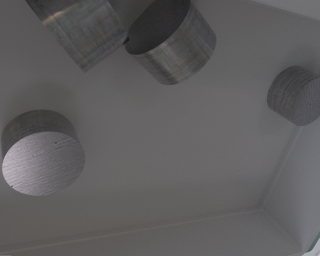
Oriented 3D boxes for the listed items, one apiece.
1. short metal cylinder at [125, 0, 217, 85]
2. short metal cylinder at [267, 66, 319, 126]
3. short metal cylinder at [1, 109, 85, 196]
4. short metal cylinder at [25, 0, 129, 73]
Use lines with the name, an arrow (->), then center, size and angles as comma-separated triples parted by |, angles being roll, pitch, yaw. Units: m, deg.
short metal cylinder -> 0.011, -0.092, 0.322 | 0.080, 0.080, 0.050 | -46, 129, 4
short metal cylinder -> 0.215, -0.050, 0.479 | 0.081, 0.050, 0.079 | -14, 124, -21
short metal cylinder -> -0.128, 0.026, 0.339 | 0.081, 0.050, 0.079 | -14, 124, -21
short metal cylinder -> -0.072, -0.096, 0.274 | 0.050, 0.080, 0.080 | -38, 129, -3
